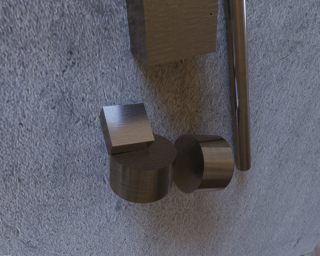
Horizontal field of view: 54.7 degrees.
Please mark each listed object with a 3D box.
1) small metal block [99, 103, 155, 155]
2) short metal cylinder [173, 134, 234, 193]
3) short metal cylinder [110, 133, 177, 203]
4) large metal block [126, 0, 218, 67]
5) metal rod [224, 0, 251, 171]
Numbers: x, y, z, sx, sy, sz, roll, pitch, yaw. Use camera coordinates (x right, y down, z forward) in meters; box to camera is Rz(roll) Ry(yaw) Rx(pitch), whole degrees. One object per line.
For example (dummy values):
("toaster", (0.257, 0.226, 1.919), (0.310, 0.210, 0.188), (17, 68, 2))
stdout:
("small metal block", (-0.040, 0.000, 0.366), (0.050, 0.050, 0.025), (-7, 157, -25))
("short metal cylinder", (0.057, 0.049, 0.433), (0.050, 0.080, 0.079), (3, 117, -30))
("short metal cylinder", (-0.022, 0.047, 0.387), (0.081, 0.080, 0.050), (-9, 124, -24))
("large metal block", (0.012, -0.118, 0.324), (0.081, 0.050, 0.079), (-16, 125, -19))
("metal rod", (0.112, -0.053, 0.434), (0.025, 0.025, 0.298), (-24, 127, -14))
